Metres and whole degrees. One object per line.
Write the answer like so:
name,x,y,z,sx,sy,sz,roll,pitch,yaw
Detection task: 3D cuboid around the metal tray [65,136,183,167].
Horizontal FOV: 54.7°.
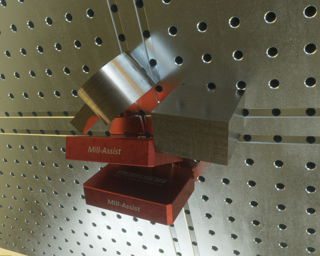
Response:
metal tray,-0.045,0.027,0.406,0.130,0.090,0.030,1,89,27

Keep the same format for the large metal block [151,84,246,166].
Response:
large metal block,0.046,-0.008,0.346,0.080,0.080,0.050,9,122,23

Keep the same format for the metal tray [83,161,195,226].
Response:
metal tray,-0.027,0.082,0.430,0.130,0.090,0.030,7,114,24

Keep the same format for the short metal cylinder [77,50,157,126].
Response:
short metal cylinder,-0.051,-0.047,0.372,0.080,0.080,0.050,-35,99,38

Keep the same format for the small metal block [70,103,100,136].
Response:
small metal block,-0.088,-0.023,0.426,0.025,0.050,0.050,46,129,-4
